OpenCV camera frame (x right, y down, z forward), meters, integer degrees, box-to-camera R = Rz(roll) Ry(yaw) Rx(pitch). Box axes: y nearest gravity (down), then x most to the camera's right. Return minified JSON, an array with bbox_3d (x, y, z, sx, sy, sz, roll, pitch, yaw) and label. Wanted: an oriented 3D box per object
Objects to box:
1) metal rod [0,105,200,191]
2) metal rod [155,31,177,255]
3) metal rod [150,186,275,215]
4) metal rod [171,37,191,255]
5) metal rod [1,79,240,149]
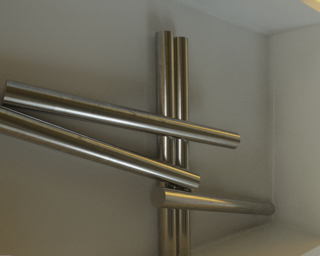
[{"bbox_3d":[-0.073,0.022,0.328,0.302,0.025,0.025,23,76,-32],"label":"metal rod"},{"bbox_3d":[0.008,0.024,0.412,0.025,0.025,0.298,-2,91,-40],"label":"metal rod"},{"bbox_3d":[0.100,0.115,0.469,0.302,0.025,0.025,19,78,-44],"label":"metal rod"},{"bbox_3d":[0.028,0.027,0.428,0.025,0.025,0.298,-1,91,-40],"label":"metal rod"},{"bbox_3d":[-0.018,-0.007,0.366,0.302,0.025,0.025,12,83,-32],"label":"metal rod"}]
